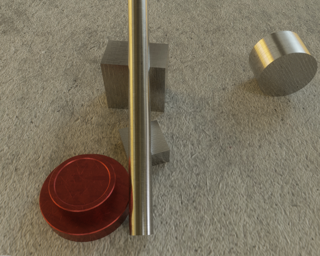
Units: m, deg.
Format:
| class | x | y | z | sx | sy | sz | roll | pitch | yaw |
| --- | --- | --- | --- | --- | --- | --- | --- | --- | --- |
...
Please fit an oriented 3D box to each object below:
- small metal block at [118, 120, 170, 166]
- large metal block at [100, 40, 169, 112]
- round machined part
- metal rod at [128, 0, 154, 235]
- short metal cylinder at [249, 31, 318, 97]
| class | x | y | z | sx | sy | sz | roll | pitch | yaw |
| --- | --- | --- | --- | --- | --- | --- | --- | --- | --- |
| small metal block | -0.020 | 0.022 | 0.385 | 0.050 | 0.025 | 0.050 | -14 | 52 | -12 |
| large metal block | -0.031 | -0.070 | 0.426 | 0.080 | 0.080 | 0.050 | 5 | 50 | 3 |
| round machined part | -0.080 | 0.067 | 0.335 | 0.099 | 0.042 | 0.098 | 0 | 50 | 0 |
| metal rod | -0.024 | -0.036 | 0.354 | 0.025 | 0.025 | 0.299 | -1 | 75 | -2 |
| short metal cylinder | 0.175 | -0.091 | 0.447 | 0.081 | 0.080 | 0.050 | -4 | 50 | -4 |
